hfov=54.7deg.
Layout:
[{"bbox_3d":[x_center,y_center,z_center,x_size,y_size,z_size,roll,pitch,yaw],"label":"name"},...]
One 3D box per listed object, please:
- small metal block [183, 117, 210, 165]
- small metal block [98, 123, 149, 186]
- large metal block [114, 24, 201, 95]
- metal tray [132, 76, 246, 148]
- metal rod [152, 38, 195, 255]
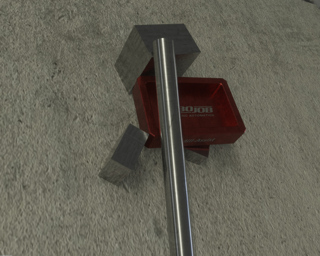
[{"bbox_3d":[0.039,0.015,0.418,0.050,0.025,0.050,24,53,-14],"label":"small metal block"},{"bbox_3d":[-0.041,0.031,0.348,0.025,0.050,0.050,31,52,-9],"label":"small metal block"},{"bbox_3d":[-0.005,-0.095,0.425,0.081,0.080,0.050,-15,70,-34],"label":"large metal block"},{"bbox_3d":[0.037,-0.023,0.403,0.131,0.030,0.090,-2,59,-21],"label":"metal tray"},{"bbox_3d":[0.016,0.047,0.332,0.025,0.025,0.298,1,78,-28],"label":"metal rod"}]
